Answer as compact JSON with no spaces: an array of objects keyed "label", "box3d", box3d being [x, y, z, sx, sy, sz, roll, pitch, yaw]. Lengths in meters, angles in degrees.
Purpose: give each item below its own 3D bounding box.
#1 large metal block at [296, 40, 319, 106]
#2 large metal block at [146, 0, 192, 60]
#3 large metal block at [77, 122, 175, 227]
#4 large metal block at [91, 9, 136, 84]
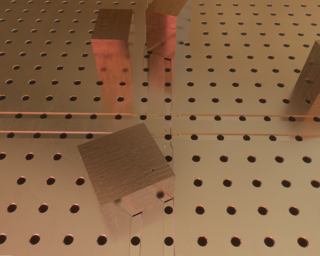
[{"label":"large metal block","box3d":[0.257,-0.082,0.444,0.081,0.080,0.050,-9,51,-8]},{"label":"large metal block","box3d":[0.016,-0.175,0.519,0.050,0.080,0.080,17,52,13]},{"label":"large metal block","box3d":[-0.038,0.050,0.349,0.081,0.050,0.080,-20,53,-17]},{"label":"large metal block","box3d":[-0.067,-0.125,0.476,0.050,0.080,0.080,2,50,1]}]
